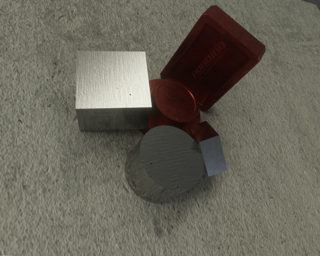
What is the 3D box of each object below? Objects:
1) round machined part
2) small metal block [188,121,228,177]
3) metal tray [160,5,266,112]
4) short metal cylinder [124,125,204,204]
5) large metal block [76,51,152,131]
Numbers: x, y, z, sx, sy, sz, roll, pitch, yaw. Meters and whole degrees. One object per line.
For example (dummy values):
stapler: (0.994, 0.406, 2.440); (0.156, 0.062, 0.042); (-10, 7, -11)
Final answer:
round machined part: (0.013, -0.028, 0.421); (0.099, 0.042, 0.098); (14, 56, -21)
small metal block: (0.060, 0.025, 0.394); (0.025, 0.050, 0.050); (-19, 113, -3)
metal tray: (0.067, -0.090, 0.429); (0.090, 0.129, 0.030); (39, 51, -2)
short metal cylinder: (0.004, 0.044, 0.367); (0.081, 0.050, 0.080); (14, 56, -21)
large metal block: (-0.057, -0.044, 0.371); (0.081, 0.050, 0.080); (-2, 62, -10)
